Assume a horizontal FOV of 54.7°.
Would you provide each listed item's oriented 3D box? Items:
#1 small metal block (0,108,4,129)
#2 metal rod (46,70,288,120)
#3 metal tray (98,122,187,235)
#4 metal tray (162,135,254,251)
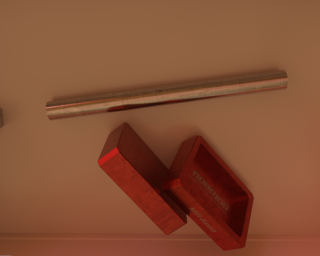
[{"bbox_3d":[-0.236,-0.007,0.392,0.050,0.050,0.025,4,110,-2],"label":"small metal block"},{"bbox_3d":[0.007,-0.042,0.396,0.302,0.025,0.025,-7,110,2],"label":"metal rod"},{"bbox_3d":[-0.018,0.062,0.399,0.030,0.090,0.130,-36,107,13],"label":"metal tray"},{"bbox_3d":[0.068,0.084,0.407,0.030,0.090,0.130,-29,110,40],"label":"metal tray"}]
